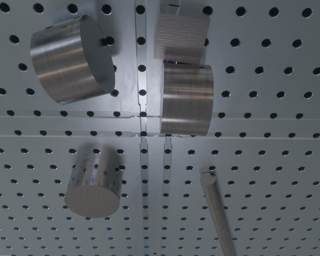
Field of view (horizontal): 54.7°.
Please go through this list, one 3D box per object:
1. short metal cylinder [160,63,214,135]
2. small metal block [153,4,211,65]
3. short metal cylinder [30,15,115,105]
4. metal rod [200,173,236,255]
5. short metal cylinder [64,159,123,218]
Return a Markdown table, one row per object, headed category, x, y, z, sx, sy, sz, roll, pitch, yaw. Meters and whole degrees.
| category | x | y | z | sx | sy | sz | roll | pitch | yaw |
| --- | --- | --- | --- | --- | --- | --- | --- | --- | --- |
| short metal cylinder | 0.027 | -0.032 | 0.349 | 0.050 | 0.080 | 0.079 | 3 | 130 | -2 |
| small metal block | 0.021 | -0.098 | 0.328 | 0.050 | 0.025 | 0.050 | 6 | 130 | -6 |
| short metal cylinder | -0.085 | -0.068 | 0.317 | 0.050 | 0.080 | 0.080 | -13 | 129 | 11 |
| metal rod | 0.116 | 0.188 | 0.572 | 0.025 | 0.025 | 0.299 | -13 | 129 | 10 |
| short metal cylinder | -0.100 | 0.094 | 0.474 | 0.081 | 0.050 | 0.079 | 0 | 130 | 0 |
